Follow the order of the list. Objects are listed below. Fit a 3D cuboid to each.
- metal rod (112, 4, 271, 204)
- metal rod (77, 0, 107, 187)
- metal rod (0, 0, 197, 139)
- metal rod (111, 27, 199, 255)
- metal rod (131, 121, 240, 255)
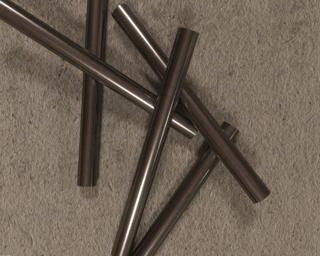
[{"bbox_3d":[0.035,-0.035,0.393,0.025,0.025,0.299,-36,84,0],"label":"metal rod"},{"bbox_3d":[-0.088,-0.074,0.408,0.025,0.025,0.298,3,90,-1],"label":"metal rod"},{"bbox_3d":[-0.079,-0.074,0.384,0.301,0.025,0.025,32,90,-11],"label":"metal rod"},{"bbox_3d":[-0.010,0.028,0.384,0.025,0.025,0.298,17,100,-1],"label":"metal rod"},{"bbox_3d":[0.010,0.121,0.410,0.025,0.025,0.299,35,90,-1],"label":"metal rod"}]
